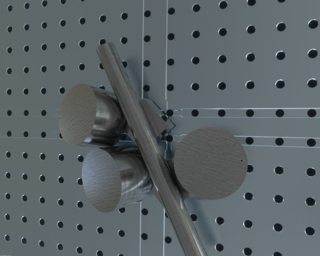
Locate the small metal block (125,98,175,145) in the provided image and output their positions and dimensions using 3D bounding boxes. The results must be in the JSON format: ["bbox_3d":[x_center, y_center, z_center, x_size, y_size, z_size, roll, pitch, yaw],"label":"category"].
[{"bbox_3d":[-0.018,-0.004,0.415,0.050,0.025,0.050,-45,76,14],"label":"small metal block"}]

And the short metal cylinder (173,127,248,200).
[{"bbox_3d":[0.056,0.044,0.362,0.081,0.050,0.080,0,75,1],"label":"short metal cylinder"}]

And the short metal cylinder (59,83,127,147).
[{"bbox_3d":[-0.089,-0.014,0.412,0.080,0.050,0.080,-9,76,39],"label":"short metal cylinder"}]

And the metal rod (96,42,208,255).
[{"bbox_3d":[-0.012,0.029,0.385,0.025,0.025,0.299,-27,81,18],"label":"metal rod"}]

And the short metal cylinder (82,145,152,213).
[{"bbox_3d":[-0.057,0.063,0.401,0.080,0.050,0.079,5,97,42],"label":"short metal cylinder"}]

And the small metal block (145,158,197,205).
[{"bbox_3d":[0.017,0.073,0.402,0.050,0.025,0.050,-42,77,15],"label":"small metal block"}]
